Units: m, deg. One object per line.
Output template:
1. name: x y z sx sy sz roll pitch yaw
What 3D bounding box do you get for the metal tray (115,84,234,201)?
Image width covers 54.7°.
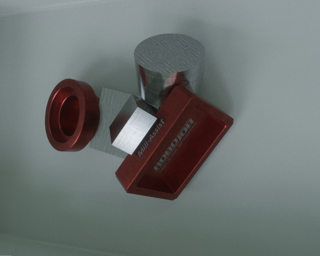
1. metal tray: 0.019 0.023 0.366 0.129 0.090 0.030 -55 47 11

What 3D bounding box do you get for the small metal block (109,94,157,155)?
1. small metal block: -0.032 -0.006 0.351 0.025 0.050 0.050 31 103 -22

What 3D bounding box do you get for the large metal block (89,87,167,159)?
1. large metal block: -0.037 -0.003 0.408 0.080 0.050 0.079 16 95 19

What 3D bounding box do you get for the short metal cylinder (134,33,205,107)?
1. short metal cylinder: 0.012 -0.069 0.368 0.080 0.080 0.050 17 140 19

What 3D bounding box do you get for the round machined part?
1. round machined part: -0.114 -0.016 0.426 0.098 0.042 0.097 -6 81 42
